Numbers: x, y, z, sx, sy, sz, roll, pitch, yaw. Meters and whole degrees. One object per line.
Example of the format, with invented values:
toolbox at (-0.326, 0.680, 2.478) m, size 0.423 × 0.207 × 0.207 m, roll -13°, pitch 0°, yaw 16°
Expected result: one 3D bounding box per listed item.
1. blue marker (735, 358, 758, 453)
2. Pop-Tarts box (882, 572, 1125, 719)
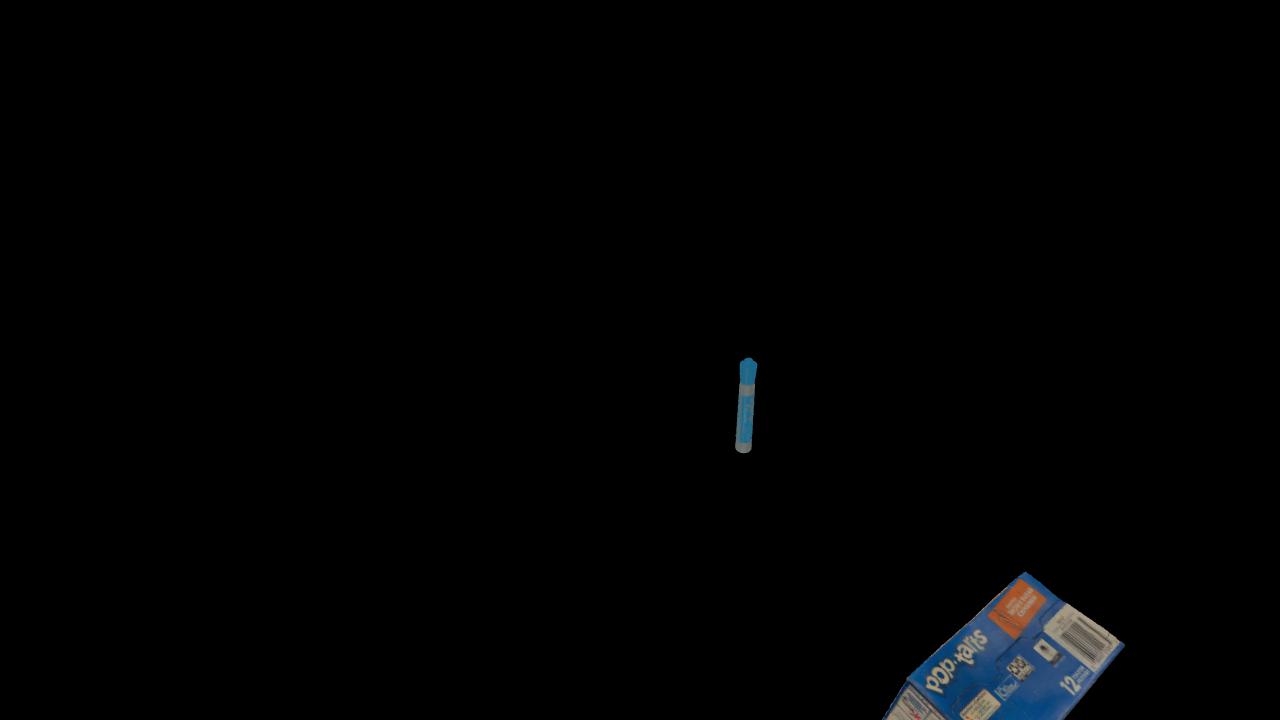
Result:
blue marker at (0.118, 0.051, 0.687) m, size 0.020 × 0.121 × 0.020 m, roll -2°, pitch 30°, yaw 1°
Pop-Tarts box at (0.276, 0.277, 0.494) m, size 0.167 × 0.141 × 0.083 m, roll -20°, pitch 42°, yaw -28°
